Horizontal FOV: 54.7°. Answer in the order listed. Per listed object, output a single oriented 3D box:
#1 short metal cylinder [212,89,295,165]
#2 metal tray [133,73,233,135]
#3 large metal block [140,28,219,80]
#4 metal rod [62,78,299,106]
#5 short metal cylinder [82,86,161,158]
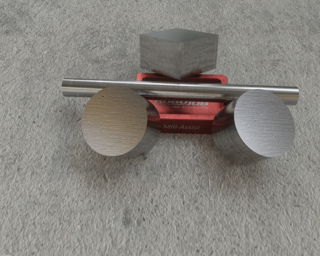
[{"bbox_3d":[0.110,0.000,0.368,0.081,0.050,0.080,6,72,-18],"label":"short metal cylinder"},{"bbox_3d":[0.030,-0.036,0.432,0.131,0.030,0.090,2,50,1],"label":"metal tray"},{"bbox_3d":[0.028,-0.112,0.455,0.080,0.050,0.081,24,36,39],"label":"large metal block"},{"bbox_3d":[0.025,-0.048,0.406,0.302,0.025,0.025,2,50,2],"label":"metal rod"},{"bbox_3d":[-0.044,-0.005,0.369,0.080,0.050,0.080,-3,81,17],"label":"short metal cylinder"}]
